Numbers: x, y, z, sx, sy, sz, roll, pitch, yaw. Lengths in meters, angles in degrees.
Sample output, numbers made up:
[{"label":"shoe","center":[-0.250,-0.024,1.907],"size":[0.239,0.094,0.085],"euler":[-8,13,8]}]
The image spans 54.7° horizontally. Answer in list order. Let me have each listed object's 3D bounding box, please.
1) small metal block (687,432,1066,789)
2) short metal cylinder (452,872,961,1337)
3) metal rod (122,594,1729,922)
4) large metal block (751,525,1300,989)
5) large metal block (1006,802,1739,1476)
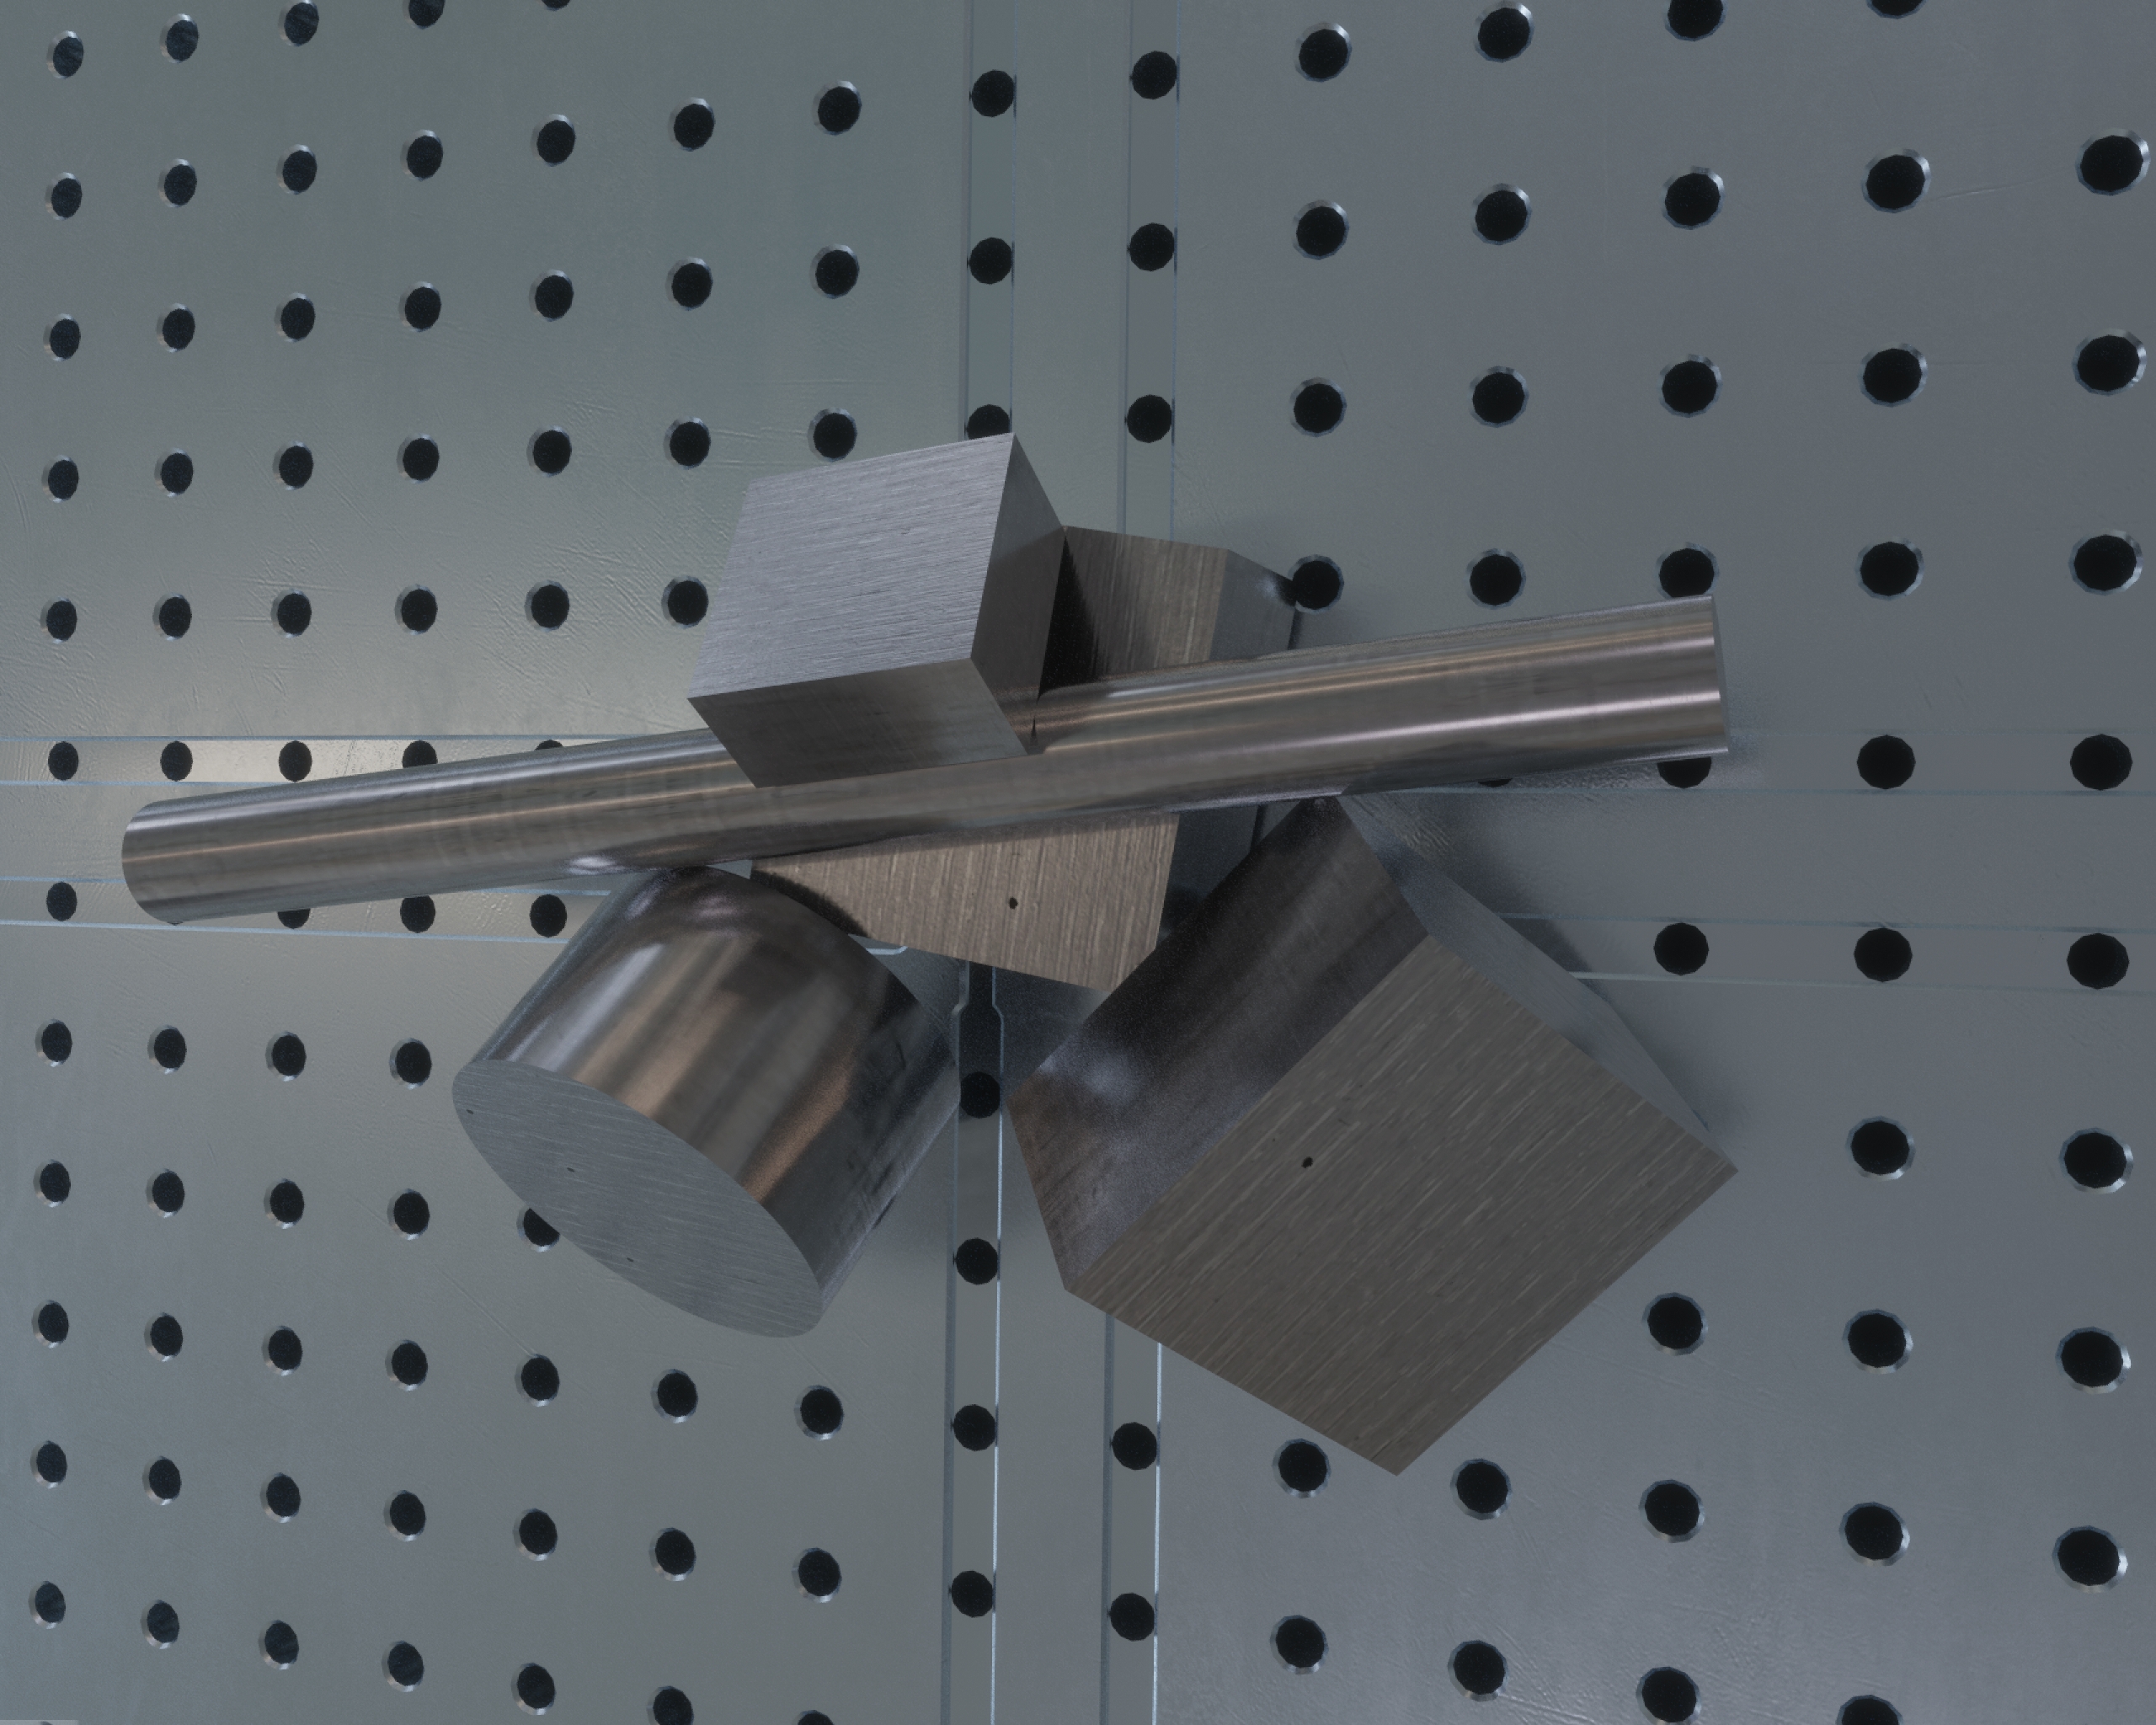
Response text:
[{"label":"small metal block","center":[-0.033,-0.043,0.354],"size":[0.050,0.025,0.050],"euler":[-6,53,20]},{"label":"short metal cylinder","center":[-0.070,0.046,0.398],"size":[0.080,0.080,0.050],"euler":[21,54,18]},{"label":"metal rod","center":[-0.042,-0.015,0.370],"size":[0.301,0.025,0.025],"euler":[-6,88,20]},{"label":"large metal block","center":[-0.010,-0.023,0.398],"size":[0.080,0.050,0.079],"euler":[12,94,19]},{"label":"large metal block","center":[0.048,0.046,0.356],"size":[0.080,0.050,0.080],"euler":[36,106,-29]}]
